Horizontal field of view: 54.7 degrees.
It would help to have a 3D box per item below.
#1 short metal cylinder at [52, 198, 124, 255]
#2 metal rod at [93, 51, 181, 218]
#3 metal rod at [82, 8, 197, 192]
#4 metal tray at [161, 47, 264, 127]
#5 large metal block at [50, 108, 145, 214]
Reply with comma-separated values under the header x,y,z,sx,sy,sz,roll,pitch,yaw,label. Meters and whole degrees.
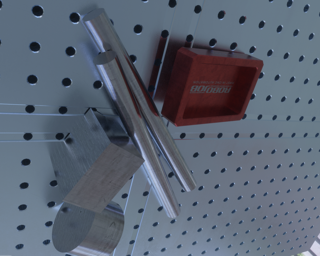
x,y,z,sx,sy,sz,roll,pitch,yaw,label
-0.093,0.126,0.404,0.080,0.080,0.050,-47,130,5,short metal cylinder
-0.017,0.033,0.410,0.025,0.025,0.299,-30,133,-10,metal rod
-0.010,-0.011,0.400,0.025,0.025,0.299,-34,129,-6,metal rod
0.070,-0.052,0.401,0.131,0.030,0.089,-6,122,-38,metal tray
-0.075,0.036,0.358,0.050,0.080,0.080,35,99,-39,large metal block
